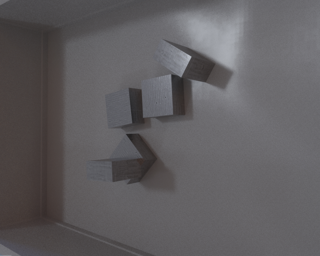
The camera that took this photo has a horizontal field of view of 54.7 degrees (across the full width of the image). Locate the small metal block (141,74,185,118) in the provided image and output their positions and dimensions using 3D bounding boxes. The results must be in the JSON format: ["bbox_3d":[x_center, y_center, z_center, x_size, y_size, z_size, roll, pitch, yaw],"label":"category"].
[{"bbox_3d":[0.004,-0.040,0.404,0.050,0.025,0.050,-5,87,40],"label":"small metal block"}]

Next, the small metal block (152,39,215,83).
[{"bbox_3d":[0.028,-0.079,0.367,0.050,0.050,0.025,40,115,32],"label":"small metal block"}]

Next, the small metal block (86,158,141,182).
[{"bbox_3d":[-0.061,0.054,0.408,0.050,0.050,0.025,-4,87,40],"label":"small metal block"}]

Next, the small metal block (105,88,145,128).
[{"bbox_3d":[-0.051,-0.028,0.450,0.050,0.025,0.050,-11,83,39],"label":"small metal block"}]

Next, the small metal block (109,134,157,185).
[{"bbox_3d":[-0.039,0.043,0.439,0.050,0.025,0.050,51,120,28],"label":"small metal block"}]
